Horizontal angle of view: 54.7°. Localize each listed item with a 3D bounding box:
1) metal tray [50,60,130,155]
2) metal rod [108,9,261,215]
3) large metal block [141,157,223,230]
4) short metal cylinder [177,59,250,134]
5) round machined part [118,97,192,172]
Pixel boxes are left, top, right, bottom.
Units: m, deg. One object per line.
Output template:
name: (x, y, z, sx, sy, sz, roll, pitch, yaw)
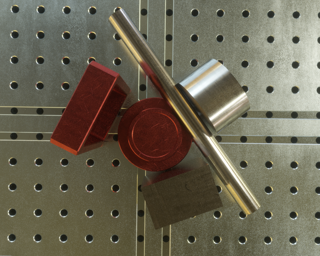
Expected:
metal tray: (-0.073, -0.020, 0.360, 0.030, 0.130, 0.090, 27, 90, 0)
metal rod: (0.032, -0.020, 0.393, 0.025, 0.025, 0.299, -35, 90, 0)
large metal block: (0.024, 0.077, 0.386, 0.080, 0.080, 0.050, -19, 90, 0)
short metal cylinder: (0.066, -0.039, 0.386, 0.050, 0.080, 0.080, -37, 90, 0)
round machined part: (-0.006, 0.009, 0.404, 0.099, 0.042, 0.097, 0, 90, -1)
